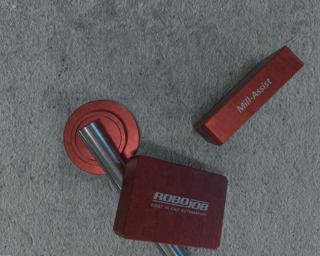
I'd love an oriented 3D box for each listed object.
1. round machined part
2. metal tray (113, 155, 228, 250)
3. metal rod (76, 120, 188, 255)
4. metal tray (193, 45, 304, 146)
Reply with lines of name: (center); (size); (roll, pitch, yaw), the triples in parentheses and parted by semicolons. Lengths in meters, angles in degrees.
round machined part: (-0.076, 0.013, 0.401); (0.099, 0.042, 0.097); (0, 90, -1)
metal tray: (0.018, 0.090, 0.370); (0.131, 0.030, 0.090); (18, 74, -27)
metal rod: (-0.006, 0.122, 0.384); (0.025, 0.025, 0.299); (-33, 100, 0)
metal tray: (0.101, -0.036, 0.378); (0.130, 0.090, 0.030); (-44, 91, 0)
